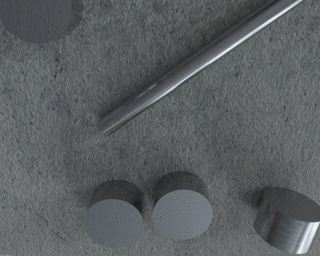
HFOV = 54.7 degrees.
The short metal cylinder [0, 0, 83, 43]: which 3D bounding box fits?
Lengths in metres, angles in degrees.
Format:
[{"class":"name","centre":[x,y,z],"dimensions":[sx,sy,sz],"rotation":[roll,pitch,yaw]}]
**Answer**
[{"class":"short metal cylinder","centre":[-0.132,-0.137,0.345],"dimensions":[0.081,0.050,0.079],"rotation":[0,110,0]}]

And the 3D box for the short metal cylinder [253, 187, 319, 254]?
[{"class":"short metal cylinder","centre":[0.176,0.125,0.428],"dimensions":[0.081,0.080,0.050],"rotation":[10,110,-4]}]

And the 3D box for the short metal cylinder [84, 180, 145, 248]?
[{"class":"short metal cylinder","centre":[-0.062,0.121,0.441],"dimensions":[0.081,0.050,0.079],"rotation":[0,110,0]}]

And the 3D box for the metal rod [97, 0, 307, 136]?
[{"class":"metal rod","centre":[0.048,-0.082,0.380],"dimensions":[0.300,0.025,0.025],"rotation":[-34,107,11]}]

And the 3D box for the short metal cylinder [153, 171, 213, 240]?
[{"class":"short metal cylinder","centre":[0.030,0.108,0.437],"dimensions":[0.081,0.050,0.079],"rotation":[0,110,0]}]
